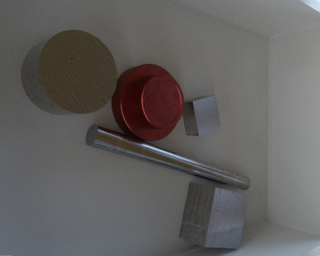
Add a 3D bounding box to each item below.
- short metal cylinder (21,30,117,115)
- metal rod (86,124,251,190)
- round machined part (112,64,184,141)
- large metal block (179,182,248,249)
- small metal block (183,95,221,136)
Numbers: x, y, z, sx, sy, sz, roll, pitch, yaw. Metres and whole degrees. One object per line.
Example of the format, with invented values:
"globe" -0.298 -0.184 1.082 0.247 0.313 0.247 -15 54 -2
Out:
"short metal cylinder" -0.091 -0.054 0.315 0.081 0.050 0.079 0 90 -40
"metal rod" 0.034 0.051 0.437 0.302 0.025 0.025 22 76 -38
"round machined part" -0.008 -0.032 0.391 0.099 0.042 0.097 0 90 -40
"large metal block" 0.081 0.130 0.461 0.080 0.050 0.080 20 77 -39
"small metal block" 0.061 -0.019 0.460 0.050 0.025 0.050 -19 102 -39
